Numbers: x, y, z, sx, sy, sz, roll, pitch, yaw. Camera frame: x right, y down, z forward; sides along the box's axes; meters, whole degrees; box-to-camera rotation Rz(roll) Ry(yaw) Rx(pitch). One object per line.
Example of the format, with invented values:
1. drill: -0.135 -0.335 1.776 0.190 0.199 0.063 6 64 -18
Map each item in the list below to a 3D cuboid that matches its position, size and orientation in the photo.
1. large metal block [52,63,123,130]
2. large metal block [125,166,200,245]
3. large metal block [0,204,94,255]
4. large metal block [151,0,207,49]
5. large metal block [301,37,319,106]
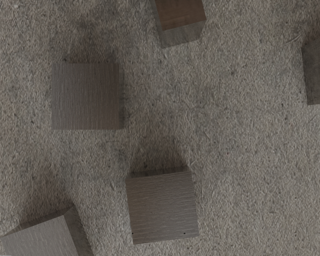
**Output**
1. large metal block: -0.090 -0.038 0.397 0.081 0.050 0.080 0 90 0
2. large metal block: 0.003 0.096 0.397 0.080 0.050 0.080 -7 90 0
3. large metal block: -0.140 0.155 0.396 0.080 0.050 0.080 -20 90 0
4. large metal block: 0.017 -0.152 0.382 0.050 0.080 0.080 -15 90 0
5. large metal block: 0.238 -0.075 0.399 0.080 0.050 0.080 -7 90 0
